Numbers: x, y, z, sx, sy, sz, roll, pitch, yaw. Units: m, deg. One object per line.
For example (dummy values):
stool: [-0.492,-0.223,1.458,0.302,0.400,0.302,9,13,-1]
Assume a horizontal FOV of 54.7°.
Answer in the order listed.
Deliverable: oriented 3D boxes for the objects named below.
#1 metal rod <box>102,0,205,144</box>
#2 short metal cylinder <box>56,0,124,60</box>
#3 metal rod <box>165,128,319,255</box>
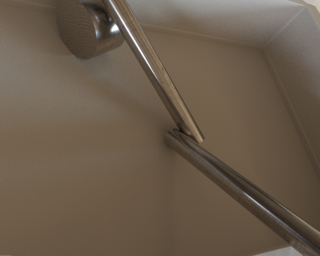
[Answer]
metal rod: [-0.025,-0.103,0.381,0.025,0.025,0.299,-47,113,-39]
short metal cylinder: [-0.090,-0.136,0.406,0.050,0.080,0.080,-35,82,-39]
metal rod: [0.096,0.073,0.301,0.025,0.025,0.300,-8,28,-32]
